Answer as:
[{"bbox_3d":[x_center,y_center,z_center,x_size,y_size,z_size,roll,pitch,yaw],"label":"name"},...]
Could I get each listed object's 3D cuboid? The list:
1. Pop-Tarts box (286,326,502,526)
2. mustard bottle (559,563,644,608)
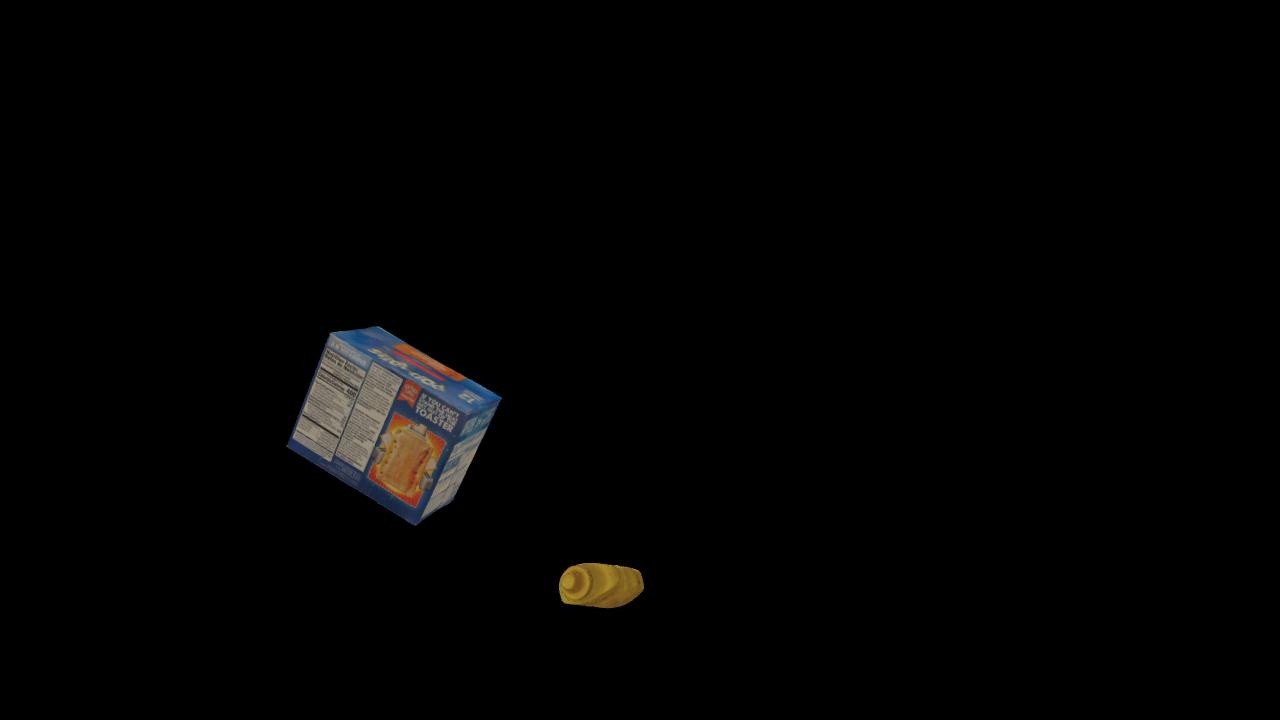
[{"bbox_3d":[-0.260,0.066,0.657,0.167,0.141,0.083,29,14,5],"label":"Pop-Tarts box"},{"bbox_3d":[-0.062,0.311,0.849,0.092,0.054,0.184,-16,-26,13],"label":"mustard bottle"}]
